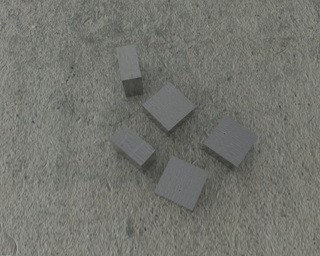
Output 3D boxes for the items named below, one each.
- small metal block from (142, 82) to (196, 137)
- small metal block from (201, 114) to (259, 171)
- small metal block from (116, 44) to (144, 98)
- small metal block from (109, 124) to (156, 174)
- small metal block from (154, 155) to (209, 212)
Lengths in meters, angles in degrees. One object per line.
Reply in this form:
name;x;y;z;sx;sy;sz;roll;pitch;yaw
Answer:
small metal block;0.012;-0.025;0.417;0.050;0.025;0.050;-42;75;-14
small metal block;0.090;0.019;0.402;0.050;0.025;0.050;35;74;12
small metal block;-0.041;-0.077;0.422;0.025;0.050;0.050;-11;71;-4
small metal block;-0.032;0.028;0.384;0.050;0.050;0.025;39;75;13
small metal block;0.026;0.069;0.383;0.050;0.025;0.050;24;72;8
